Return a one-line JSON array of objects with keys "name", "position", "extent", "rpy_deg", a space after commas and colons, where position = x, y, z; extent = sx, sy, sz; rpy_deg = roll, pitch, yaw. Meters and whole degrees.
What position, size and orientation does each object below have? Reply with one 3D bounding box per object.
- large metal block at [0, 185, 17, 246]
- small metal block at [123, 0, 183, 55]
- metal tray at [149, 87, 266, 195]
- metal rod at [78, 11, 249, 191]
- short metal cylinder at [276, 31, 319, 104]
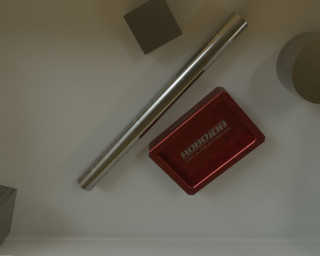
[{"name": "large metal block", "position": [-0.245, 0.132, 0.427], "extent": [0.050, 0.080, 0.079], "rpy_deg": [16, 109, -6]}, {"name": "small metal block", "position": [-0.008, -0.122, 0.366], "extent": [0.050, 0.025, 0.050], "rpy_deg": [-28, 108, 9]}, {"name": "metal tray", "position": [0.061, 0.020, 0.416], "extent": [0.130, 0.030, 0.090], "rpy_deg": [-40, 106, 13]}, {"name": "metal rod", "position": [-0.005, -0.024, 0.402], "extent": [0.025, 0.025, 0.299], "rpy_deg": [40, 105, -14]}, {"name": "short metal cylinder", "position": [0.190, -0.074, 0.373], "extent": [0.081, 0.050, 0.079], "rpy_deg": [0, 110, -1]}]
